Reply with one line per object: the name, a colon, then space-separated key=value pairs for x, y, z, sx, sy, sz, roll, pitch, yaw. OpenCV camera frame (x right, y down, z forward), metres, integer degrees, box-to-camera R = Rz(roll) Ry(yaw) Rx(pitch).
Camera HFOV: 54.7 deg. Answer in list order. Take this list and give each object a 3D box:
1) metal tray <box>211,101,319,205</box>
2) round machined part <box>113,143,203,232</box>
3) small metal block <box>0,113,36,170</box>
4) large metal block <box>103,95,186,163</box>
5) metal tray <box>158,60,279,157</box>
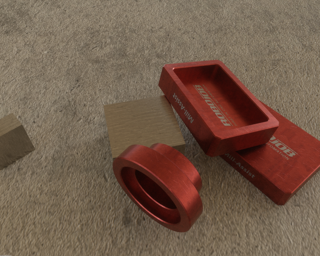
metal tray: x=0.127 y=0.020 z=0.384 sx=0.091 sy=0.030 sz=0.130 roll=-33 pitch=57 yaw=-25
round machined part: x=0.002 y=0.054 z=0.311 sx=0.098 sy=0.097 sz=0.042 roll=32 pitch=57 yaw=24
small metal block: x=-0.186 y=0.018 z=0.371 sx=0.050 sy=0.050 sz=0.025 roll=-35 pitch=58 yaw=-26
large metal block: x=-0.020 y=0.011 z=0.378 sx=0.081 sy=0.050 sz=0.080 roll=-10 pitch=51 yaw=-9
metal tray: x=0.066 y=-0.031 z=0.373 sx=0.091 sy=0.030 sz=0.130 roll=-11 pitch=50 yaw=-26
